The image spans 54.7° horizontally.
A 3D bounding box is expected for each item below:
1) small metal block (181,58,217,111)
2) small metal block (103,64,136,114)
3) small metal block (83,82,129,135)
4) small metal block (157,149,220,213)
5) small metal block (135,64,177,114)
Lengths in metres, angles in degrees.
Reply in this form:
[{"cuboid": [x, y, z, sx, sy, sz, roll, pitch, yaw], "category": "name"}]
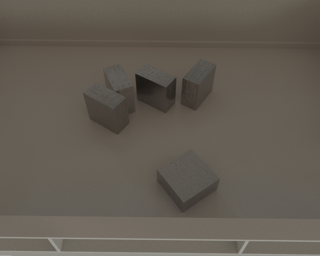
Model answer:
[{"cuboid": [0.054, -0.062, 0.441, 0.025, 0.050, 0.050, 27, 55, 20], "category": "small metal block"}, {"cuboid": [-0.056, -0.052, 0.432, 0.025, 0.050, 0.050, -19, 53, -15], "category": "small metal block"}, {"cuboid": [-0.070, -0.025, 0.410, 0.050, 0.050, 0.025, 28, 56, 21], "category": "small metal block"}, {"cuboid": [0.031, 0.059, 0.355, 0.050, 0.025, 0.050, -28, 56, -22], "category": "small metal block"}, {"cuboid": [-0.006, -0.055, 0.435, 0.050, 0.050, 0.025, 27, 55, 21], "category": "small metal block"}]
